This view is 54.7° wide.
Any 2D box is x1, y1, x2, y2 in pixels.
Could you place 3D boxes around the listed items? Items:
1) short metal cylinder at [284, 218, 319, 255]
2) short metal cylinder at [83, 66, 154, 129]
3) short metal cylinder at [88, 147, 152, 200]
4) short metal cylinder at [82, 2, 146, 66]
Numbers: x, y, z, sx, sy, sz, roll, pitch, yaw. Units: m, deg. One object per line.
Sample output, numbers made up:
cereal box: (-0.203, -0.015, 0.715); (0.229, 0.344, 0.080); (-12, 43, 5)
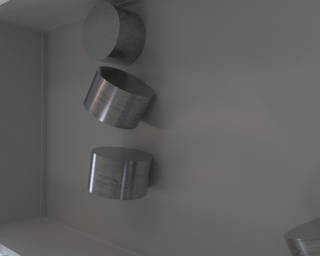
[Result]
short metal cylinder: (0.149, 0.101, 0.248); (0.080, 0.081, 0.050); (-29, 72, 36)
short metal cylinder: (-0.055, -0.041, 0.417); (0.080, 0.081, 0.050); (42, 116, 32)
short metal cylinder: (-0.053, 0.058, 0.415); (0.080, 0.081, 0.050); (13, 99, 39)
short metal cylinder: (-0.067, -0.133, 0.446); (0.080, 0.050, 0.080); (0, 90, 40)
